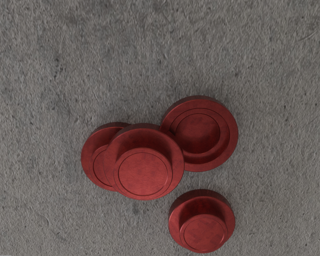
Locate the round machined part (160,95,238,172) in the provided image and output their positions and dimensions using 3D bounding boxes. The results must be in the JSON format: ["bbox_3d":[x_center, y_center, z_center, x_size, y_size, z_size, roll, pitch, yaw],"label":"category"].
[{"bbox_3d":[0.048,0.004,0.403,0.099,0.042,0.097,0,110,0],"label":"round machined part"}]

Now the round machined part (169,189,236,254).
[{"bbox_3d":[0.062,0.143,0.454,0.099,0.042,0.097,0,110,0],"label":"round machined part"}]

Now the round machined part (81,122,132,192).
[{"bbox_3d":[-0.058,0.044,0.416,0.099,0.042,0.097,0,110,0],"label":"round machined part"}]

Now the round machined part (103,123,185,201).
[{"bbox_3d":[-0.019,0.047,0.373,0.099,0.042,0.097,0,110,0],"label":"round machined part"}]
